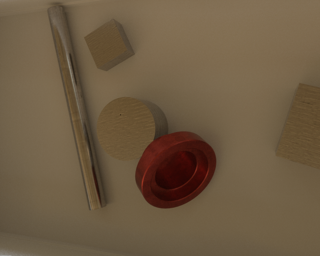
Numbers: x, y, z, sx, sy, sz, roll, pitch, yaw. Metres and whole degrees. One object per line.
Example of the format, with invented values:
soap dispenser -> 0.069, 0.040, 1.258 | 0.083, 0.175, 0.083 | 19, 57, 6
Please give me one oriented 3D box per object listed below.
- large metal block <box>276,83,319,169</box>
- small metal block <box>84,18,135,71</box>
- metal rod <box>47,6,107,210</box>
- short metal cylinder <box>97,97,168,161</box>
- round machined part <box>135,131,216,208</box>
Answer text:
large metal block -> 0.178, 0.003, 0.335 | 0.080, 0.050, 0.080 | 18, 96, 18
small metal block -> -0.071, -0.115, 0.434 | 0.050, 0.025, 0.050 | -27, 82, 17
metal rod -> -0.122, -0.031, 0.452 | 0.025, 0.025, 0.298 | -15, 85, 19
short metal cylinder -> -0.035, 0.001, 0.409 | 0.080, 0.050, 0.079 | 0, 90, 19
round machined part -> 0.016, 0.046, 0.376 | 0.098, 0.098, 0.042 | -56, 38, 11
